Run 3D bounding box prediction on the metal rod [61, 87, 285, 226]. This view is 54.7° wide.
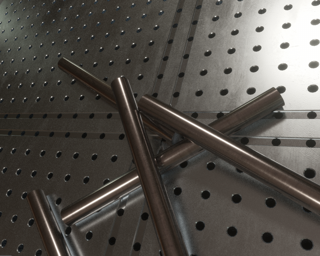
[{"bbox_3d":[0.009,0.039,0.378,0.300,0.025,0.025,-31,52,8],"label":"metal rod"}]

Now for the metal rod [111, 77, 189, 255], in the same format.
[{"bbox_3d":[-0.008,0.064,0.344,0.025,0.025,0.299,-27,61,11],"label":"metal rod"}]

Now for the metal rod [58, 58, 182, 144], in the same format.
[{"bbox_3d":[-0.076,-0.053,0.478,0.300,0.025,0.025,33,80,37],"label":"metal rod"}]

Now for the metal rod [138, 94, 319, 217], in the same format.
[{"bbox_3d":[0.093,0.035,0.315,0.300,0.025,0.025,31,79,30],"label":"metal rod"}]

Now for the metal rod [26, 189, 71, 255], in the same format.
[{"bbox_3d":[-0.097,0.182,0.345,0.025,0.025,0.300,-42,51,-1],"label":"metal rod"}]
